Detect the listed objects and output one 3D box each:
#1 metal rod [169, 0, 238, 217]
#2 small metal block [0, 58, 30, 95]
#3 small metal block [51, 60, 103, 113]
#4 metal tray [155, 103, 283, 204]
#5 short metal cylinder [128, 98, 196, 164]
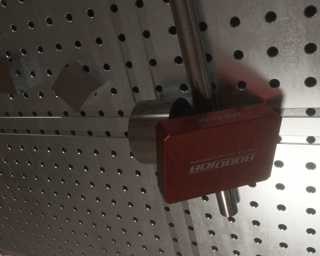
[{"bbox_3d":[0.057,-0.016,0.370,0.025,0.025,0.298,-3,117,29],"label":"metal rod"},{"bbox_3d":[-0.239,-0.082,0.484,0.050,0.025,0.050,7,122,24],"label":"small metal block"},{"bbox_3d":[-0.117,-0.058,0.435,0.050,0.025,0.050,45,129,-3],"label":"small metal block"},{"bbox_3d":[0.063,0.027,0.340,0.131,0.030,0.089,-10,122,-14],"label":"metal tray"},{"bbox_3d":[0.005,0.005,0.375,0.050,0.080,0.080,-1,118,28],"label":"short metal cylinder"}]
